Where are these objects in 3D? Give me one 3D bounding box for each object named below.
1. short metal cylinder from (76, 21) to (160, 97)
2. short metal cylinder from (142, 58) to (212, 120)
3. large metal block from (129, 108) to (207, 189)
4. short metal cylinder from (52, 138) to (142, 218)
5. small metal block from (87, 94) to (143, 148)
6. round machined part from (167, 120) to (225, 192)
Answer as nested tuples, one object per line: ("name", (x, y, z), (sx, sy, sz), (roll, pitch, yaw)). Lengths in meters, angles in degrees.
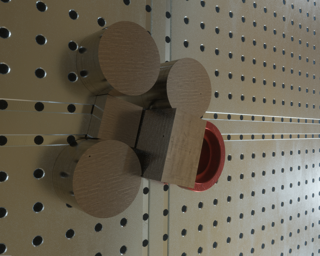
("short metal cylinder", (-0.047, -0.075, 0.353), (0.081, 0.050, 0.080), (0, 90, -40))
("short metal cylinder", (0.023, -0.049, 0.411), (0.081, 0.050, 0.080), (0, 90, -40))
("large metal block", (0.002, 0.023, 0.371), (0.050, 0.080, 0.080), (20, 77, -38))
("short metal cylinder", (-0.067, 0.052, 0.336), (0.081, 0.050, 0.080), (0, 90, -40))
("small metal block", (-0.052, -0.007, 0.365), (0.050, 0.025, 0.050), (19, 78, -38))
("round machined part", (0.044, 0.037, 0.435), (0.099, 0.042, 0.097), (0, 90, -40))
